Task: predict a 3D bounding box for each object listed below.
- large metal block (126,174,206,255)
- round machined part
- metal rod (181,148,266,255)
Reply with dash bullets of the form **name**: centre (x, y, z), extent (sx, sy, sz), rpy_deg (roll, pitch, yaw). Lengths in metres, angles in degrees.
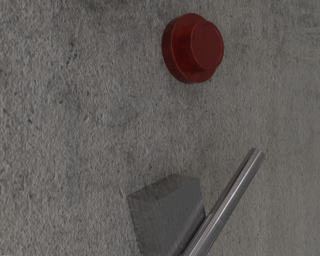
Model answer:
- **large metal block**: centre (0.012, 0.113, 0.399), extent (0.081, 0.050, 0.079), rpy_deg (-20, 103, -38)
- **round machined part**: centre (0.053, -0.113, 0.438), extent (0.099, 0.042, 0.097), rpy_deg (0, 90, -40)
- **metal rod**: centre (0.057, 0.137, 0.387), extent (0.301, 0.025, 0.025), rpy_deg (-48, 119, -29)
